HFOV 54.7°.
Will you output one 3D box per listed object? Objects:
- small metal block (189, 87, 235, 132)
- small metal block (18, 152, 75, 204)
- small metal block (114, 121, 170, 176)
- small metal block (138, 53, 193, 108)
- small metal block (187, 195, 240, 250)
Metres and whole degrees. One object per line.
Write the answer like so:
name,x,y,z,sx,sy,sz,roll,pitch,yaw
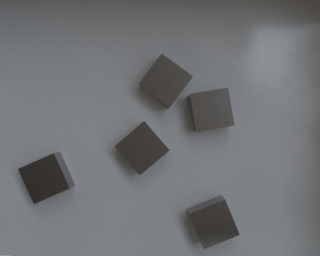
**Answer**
small metal block,0.067,-0.024,0.412,0.050,0.025,0.050,-10,90,0
small metal block,-0.149,0.065,0.410,0.050,0.025,0.050,-24,90,0
small metal block,-0.023,0.026,0.411,0.050,0.025,0.050,-40,90,0
small metal block,0.007,-0.061,0.411,0.050,0.025,0.050,37,90,0
small metal block,0.070,0.124,0.412,0.050,0.025,0.050,-22,90,0
